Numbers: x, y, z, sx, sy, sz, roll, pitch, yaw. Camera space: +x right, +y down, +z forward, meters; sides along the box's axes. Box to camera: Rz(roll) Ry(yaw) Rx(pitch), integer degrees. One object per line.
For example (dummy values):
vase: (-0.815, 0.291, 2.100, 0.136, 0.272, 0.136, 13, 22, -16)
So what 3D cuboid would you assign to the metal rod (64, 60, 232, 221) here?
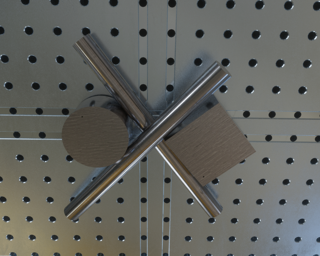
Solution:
metal rod: (-0.030, 0.030, 0.398, 0.025, 0.025, 0.299, 41, 113, -14)

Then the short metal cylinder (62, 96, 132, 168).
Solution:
short metal cylinder: (-0.078, 0.004, 0.397, 0.081, 0.050, 0.079, 0, 110, 0)

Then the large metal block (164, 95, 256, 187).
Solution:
large metal block: (0.062, 0.014, 0.401, 0.080, 0.050, 0.080, -37, 106, 12)

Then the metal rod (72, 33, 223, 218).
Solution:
metal rod: (-0.006, 0.008, 0.412, 0.025, 0.025, 0.300, -34, 107, 11)
